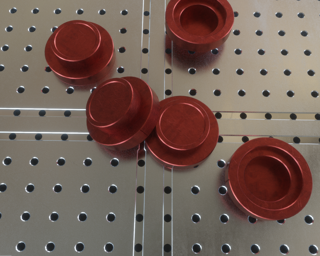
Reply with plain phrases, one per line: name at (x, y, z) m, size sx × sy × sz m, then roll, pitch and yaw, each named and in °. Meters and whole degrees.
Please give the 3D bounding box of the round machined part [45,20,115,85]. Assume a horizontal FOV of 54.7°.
round machined part at (-0.116, -0.114, 0.443) m, size 0.099 × 0.042 × 0.098 m, roll 0°, pitch 70°, yaw -1°

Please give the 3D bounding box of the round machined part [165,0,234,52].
round machined part at (0.056, -0.154, 0.460) m, size 0.099 × 0.042 × 0.098 m, roll 0°, pitch 70°, yaw -1°

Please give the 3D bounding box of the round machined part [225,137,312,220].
round machined part at (0.129, 0.064, 0.381) m, size 0.099 × 0.042 × 0.098 m, roll 0°, pitch 70°, yaw -1°

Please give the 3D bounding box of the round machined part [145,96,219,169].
round machined part at (0.028, 0.001, 0.403) m, size 0.099 × 0.042 × 0.098 m, roll 0°, pitch 70°, yaw -1°

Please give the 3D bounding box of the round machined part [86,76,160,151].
round machined part at (-0.053, -0.024, 0.390) m, size 0.098 × 0.042 × 0.098 m, roll -12°, pitch 61°, yaw 23°
